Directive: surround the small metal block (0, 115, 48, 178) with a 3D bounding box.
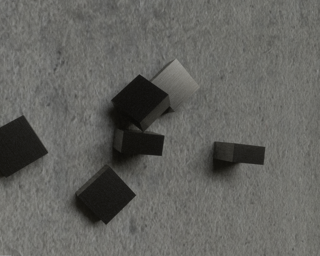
[{"bbox_3d":[-0.163,0.020,0.349,0.050,0.025,0.050,-33,101,-17],"label":"small metal block"}]

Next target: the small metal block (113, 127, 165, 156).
[{"bbox_3d":[-0.028,0.017,0.385,0.050,0.050,0.025,7,93,-20],"label":"small metal block"}]

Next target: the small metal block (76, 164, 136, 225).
[{"bbox_3d":[-0.067,0.082,0.385,0.050,0.025,0.050,-43,104,-15],"label":"small metal block"}]

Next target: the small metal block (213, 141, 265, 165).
[{"bbox_3d":[0.111,0.035,0.438,0.050,0.050,0.025,7,88,-20],"label":"small metal block"}]

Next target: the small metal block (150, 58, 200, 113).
[{"bbox_3d":[0.016,-0.056,0.416,0.050,0.025,0.050,-46,105,-15],"label":"small metal block"}]

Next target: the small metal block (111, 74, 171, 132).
[{"bbox_3d":[-0.023,-0.032,0.387,0.050,0.025,0.050,38,73,23],"label":"small metal block"}]
